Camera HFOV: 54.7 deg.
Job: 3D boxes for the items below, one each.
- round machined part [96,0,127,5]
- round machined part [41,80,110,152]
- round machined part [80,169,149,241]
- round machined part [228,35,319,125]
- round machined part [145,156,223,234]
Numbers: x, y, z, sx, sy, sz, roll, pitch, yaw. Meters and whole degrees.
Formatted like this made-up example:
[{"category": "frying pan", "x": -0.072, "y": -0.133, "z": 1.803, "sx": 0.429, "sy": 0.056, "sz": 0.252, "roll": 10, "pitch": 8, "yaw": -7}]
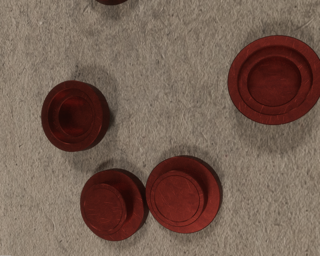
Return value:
[{"category": "round machined part", "x": -0.072, "y": -0.225, "z": 0.424, "sx": 0.098, "sy": 0.042, "sz": 0.097, "roll": 0, "pitch": 90, "yaw": 19}, {"category": "round machined part", "x": -0.114, "y": -0.016, "z": 0.439, "sx": 0.098, "sy": 0.042, "sz": 0.097, "roll": 0, "pitch": 90, "yaw": 19}, {"category": "round machined part", "x": -0.068, "y": 0.106, "z": 0.423, "sx": 0.098, "sy": 0.042, "sz": 0.097, "roll": 0, "pitch": 90, "yaw": 19}, {"category": "round machined part", "x": 0.130, "y": -0.052, "z": 0.354, "sx": 0.098, "sy": 0.042, "sz": 0.097, "roll": 0, "pitch": 90, "yaw": 19}, {"category": "round machined part", "x": 0.027, "y": 0.084, "z": 0.390, "sx": 0.098, "sy": 0.042, "sz": 0.097, "roll": 0, "pitch": 90, "yaw": 19}]
